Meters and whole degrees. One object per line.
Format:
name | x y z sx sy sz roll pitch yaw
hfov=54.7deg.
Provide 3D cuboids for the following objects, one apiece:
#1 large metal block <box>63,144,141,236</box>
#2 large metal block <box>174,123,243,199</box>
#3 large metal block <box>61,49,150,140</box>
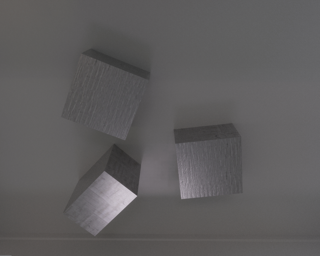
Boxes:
large metal block | -0.073 0.079 0.410 0.050 0.080 0.080 41 105 -14
large metal block | 0.063 0.043 0.414 0.080 0.050 0.079 -6 110 2
large metal block | -0.065 -0.042 0.382 0.080 0.050 0.079 21 109 -8
